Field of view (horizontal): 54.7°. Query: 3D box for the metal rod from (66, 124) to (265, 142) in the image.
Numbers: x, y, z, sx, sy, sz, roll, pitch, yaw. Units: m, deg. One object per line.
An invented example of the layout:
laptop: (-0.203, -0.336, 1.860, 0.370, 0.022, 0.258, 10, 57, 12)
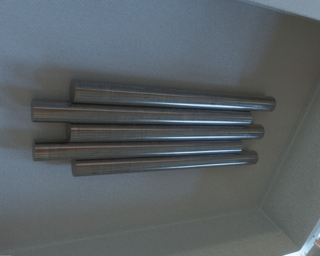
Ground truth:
metal rod: (0.028, 0.005, 0.427, 0.303, 0.025, 0.025, 1, 118, -29)

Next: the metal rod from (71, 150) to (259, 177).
metal rod: (0.026, 0.049, 0.453, 0.303, 0.025, 0.025, 1, 118, -29)

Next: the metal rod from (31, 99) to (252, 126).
metal rod: (-0.001, -0.017, 0.397, 0.303, 0.025, 0.025, 1, 118, -29)

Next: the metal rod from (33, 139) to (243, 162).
metal rod: (-0.009, 0.026, 0.420, 0.303, 0.025, 0.025, 1, 118, -29)

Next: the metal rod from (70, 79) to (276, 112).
metal rod: (0.038, -0.038, 0.406, 0.303, 0.025, 0.025, 1, 118, -29)
